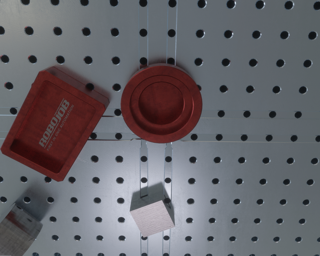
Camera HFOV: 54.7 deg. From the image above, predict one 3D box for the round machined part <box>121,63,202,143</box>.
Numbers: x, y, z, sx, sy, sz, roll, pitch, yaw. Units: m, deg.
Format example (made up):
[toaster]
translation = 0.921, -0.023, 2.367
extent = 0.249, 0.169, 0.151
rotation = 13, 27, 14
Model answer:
[round machined part]
translation = 0.002, -0.033, 0.392
extent = 0.099, 0.042, 0.097
rotation = 0, 110, 0

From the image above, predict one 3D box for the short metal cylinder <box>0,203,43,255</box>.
[short metal cylinder]
translation = -0.215, 0.154, 0.439
extent = 0.080, 0.080, 0.050
rotation = -42, 105, 14

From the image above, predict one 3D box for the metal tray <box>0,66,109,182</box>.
[metal tray]
translation = -0.138, -0.003, 0.408
extent = 0.090, 0.030, 0.129
rotation = 31, 107, -11

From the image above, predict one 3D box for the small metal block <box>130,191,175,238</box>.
[small metal block]
translation = -0.011, 0.128, 0.460
extent = 0.050, 0.025, 0.050
rotation = -21, 109, 7
